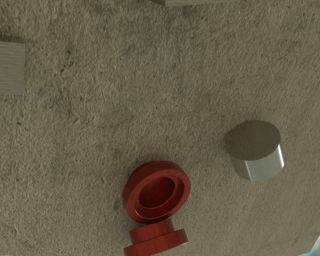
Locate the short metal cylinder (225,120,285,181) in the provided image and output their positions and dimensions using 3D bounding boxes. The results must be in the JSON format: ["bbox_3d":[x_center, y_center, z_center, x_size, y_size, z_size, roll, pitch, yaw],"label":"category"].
[{"bbox_3d":[0.146,0.034,0.474,0.080,0.080,0.050,-34,129,-7],"label":"short metal cylinder"}]

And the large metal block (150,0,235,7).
[{"bbox_3d":[0.031,-0.168,0.305,0.081,0.050,0.079,-13,124,-22],"label":"large metal block"}]

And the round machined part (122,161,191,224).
[{"bbox_3d":[-0.009,0.087,0.447,0.099,0.042,0.097,-14,124,-21],"label":"round machined part"}]

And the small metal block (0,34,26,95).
[{"bbox_3d":[-0.154,-0.060,0.286,0.050,0.025,0.050,0,118,-29],"label":"small metal block"}]

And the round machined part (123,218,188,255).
[{"bbox_3d":[-0.009,0.170,0.478,0.099,0.042,0.098,-16,161,-6],"label":"round machined part"}]
